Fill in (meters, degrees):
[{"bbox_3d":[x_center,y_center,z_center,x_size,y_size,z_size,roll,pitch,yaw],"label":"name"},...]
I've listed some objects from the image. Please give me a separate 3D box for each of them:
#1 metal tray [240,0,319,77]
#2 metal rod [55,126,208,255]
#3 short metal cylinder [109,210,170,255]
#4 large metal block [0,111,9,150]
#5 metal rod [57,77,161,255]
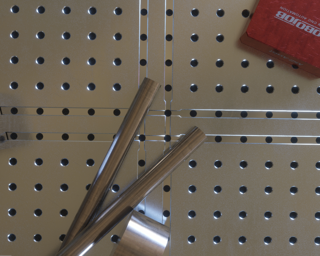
[{"bbox_3d":[0.186,-0.134,0.413,0.131,0.030,0.090,24,90,-1],"label":"metal tray"},{"bbox_3d":[-0.055,0.107,0.396,0.301,0.025,0.025,-42,90,-7],"label":"metal rod"},{"bbox_3d":[-0.029,0.150,0.386,0.050,0.080,0.080,27,90,-1],"label":"short metal cylinder"},{"bbox_3d":[-0.240,-0.005,0.383,0.050,0.080,0.080,-14,90,0],"label":"large metal block"},{"bbox_3d":[-0.076,0.072,0.412,0.025,0.025,0.299,26,90,-1],"label":"metal rod"}]
